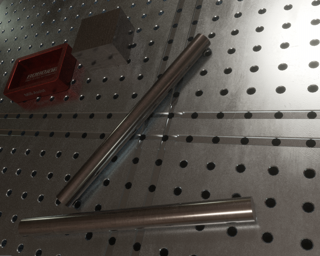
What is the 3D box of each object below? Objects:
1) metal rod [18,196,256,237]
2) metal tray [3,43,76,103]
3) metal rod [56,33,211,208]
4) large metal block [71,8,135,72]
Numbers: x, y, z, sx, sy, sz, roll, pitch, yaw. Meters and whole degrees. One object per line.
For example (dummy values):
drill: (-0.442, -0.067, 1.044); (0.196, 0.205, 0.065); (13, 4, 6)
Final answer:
metal rod: (-0.044, 0.107, 0.363); (0.301, 0.025, 0.025); (-11, 57, 21)
metal tray: (-0.224, -0.103, 0.582); (0.130, 0.030, 0.090); (-10, 57, 22)
metal rod: (-0.032, -0.015, 0.432); (0.025, 0.025, 0.300); (34, 81, 38)
large metal block: (-0.095, -0.150, 0.532); (0.080, 0.050, 0.080); (-7, 59, 24)
